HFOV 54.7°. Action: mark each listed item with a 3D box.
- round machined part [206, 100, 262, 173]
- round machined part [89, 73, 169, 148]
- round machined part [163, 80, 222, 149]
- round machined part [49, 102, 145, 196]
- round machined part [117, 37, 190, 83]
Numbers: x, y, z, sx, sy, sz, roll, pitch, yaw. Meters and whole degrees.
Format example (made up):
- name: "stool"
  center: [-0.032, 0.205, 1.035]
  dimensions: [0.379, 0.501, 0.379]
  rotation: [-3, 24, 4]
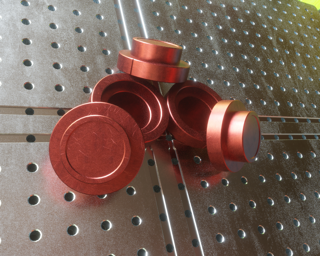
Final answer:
- name: "round machined part"
  center: [0.104, 0.011, 0.414]
  dimensions: [0.099, 0.042, 0.097]
  rotation: [-3, 94, -53]
- name: "round machined part"
  center: [-0.042, -0.016, 0.385]
  dimensions: [0.099, 0.042, 0.098]
  rotation: [14, 56, -21]
- name: "round machined part"
  center: [0.045, -0.015, 0.432]
  dimensions: [0.099, 0.042, 0.098]
  rotation: [14, 56, -21]
- name: "round machined part"
  center: [-0.064, 0.021, 0.321]
  dimensions: [0.099, 0.042, 0.097]
  rotation: [0, 89, -6]
- name: "round machined part"
  center: [-0.007, -0.096, 0.421]
  dimensions: [0.099, 0.042, 0.098]
  rotation: [11, 21, -4]
